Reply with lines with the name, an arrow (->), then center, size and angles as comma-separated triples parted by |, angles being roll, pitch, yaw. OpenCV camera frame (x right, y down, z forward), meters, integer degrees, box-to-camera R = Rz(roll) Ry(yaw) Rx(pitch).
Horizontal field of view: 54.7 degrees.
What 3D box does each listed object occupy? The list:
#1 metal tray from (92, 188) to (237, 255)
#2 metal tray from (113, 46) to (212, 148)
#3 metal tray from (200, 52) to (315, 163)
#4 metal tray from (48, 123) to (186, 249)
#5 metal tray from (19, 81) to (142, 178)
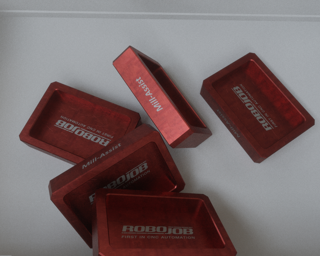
metal tray -> 0.000, 0.104, 0.314 | 0.131, 0.030, 0.090 | 7, 26, -17
metal tray -> 0.005, -0.035, 0.386 | 0.030, 0.090, 0.130 | -40, 73, 17
metal tray -> 0.128, -0.030, 0.419 | 0.090, 0.030, 0.130 | -32, 73, -11
metal tray -> -0.045, 0.065, 0.353 | 0.131, 0.030, 0.090 | -32, 118, -11
metal tray -> -0.100, 0.003, 0.404 | 0.131, 0.030, 0.090 | 21, 71, 7
